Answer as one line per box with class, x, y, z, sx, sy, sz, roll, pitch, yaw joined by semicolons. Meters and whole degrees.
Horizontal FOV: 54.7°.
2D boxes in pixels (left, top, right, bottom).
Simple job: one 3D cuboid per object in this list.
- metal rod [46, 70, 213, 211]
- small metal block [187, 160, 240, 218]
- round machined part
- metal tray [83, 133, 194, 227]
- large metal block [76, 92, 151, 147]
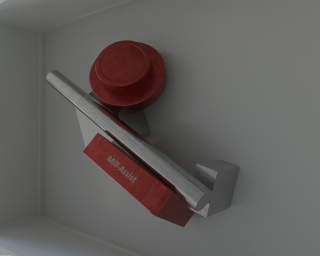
metal rod;-0.058;-0.002;0.384;0.300;0.025;0.025;36;112;33
small metal block;0.059;0.064;0.339;0.025;0.050;0.050;19;102;38
round machined part;-0.043;-0.072;0.393;0.099;0.042;0.098;-3;65;7
metal tray;-0.024;0.062;0.376;0.130;0.090;0.030;33;83;34
large metal block;-0.070;-0.013;0.443;0.080;0.050;0.080;-28;73;36
